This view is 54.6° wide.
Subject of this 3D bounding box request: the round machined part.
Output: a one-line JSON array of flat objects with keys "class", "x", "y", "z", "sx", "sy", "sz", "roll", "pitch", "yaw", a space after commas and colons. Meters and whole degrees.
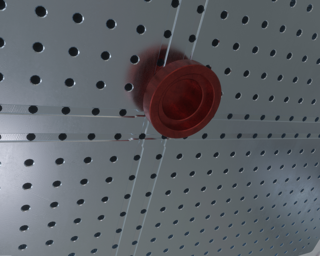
[{"class": "round machined part", "x": 0.024, "y": -0.039, "z": 0.388, "sx": 0.099, "sy": 0.042, "sz": 0.097, "roll": -14, "pitch": 124, "yaw": -21}]
